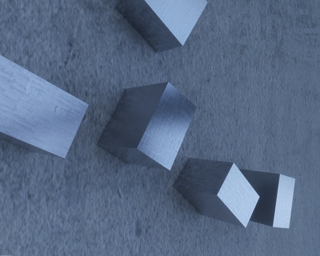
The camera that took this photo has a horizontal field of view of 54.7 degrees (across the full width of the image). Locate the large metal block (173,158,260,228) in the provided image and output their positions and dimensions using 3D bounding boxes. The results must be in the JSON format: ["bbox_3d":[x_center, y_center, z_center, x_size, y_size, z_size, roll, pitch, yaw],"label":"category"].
[{"bbox_3d":[0.079,0.089,0.438,0.080,0.080,0.050,49,61,-29],"label":"large metal block"}]

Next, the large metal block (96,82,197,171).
[{"bbox_3d":[-0.016,-0.002,0.357,0.050,0.080,0.080,38,67,-34],"label":"large metal block"}]

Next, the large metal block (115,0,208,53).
[{"bbox_3d":[0.004,-0.157,0.394,0.080,0.050,0.080,42,64,-32],"label":"large metal block"}]

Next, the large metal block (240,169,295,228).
[{"bbox_3d":[0.169,0.115,0.514,0.050,0.080,0.080,19,78,-39],"label":"large metal block"}]

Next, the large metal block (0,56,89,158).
[{"bbox_3d":[-0.123,-0.015,0.267,0.080,0.080,0.050,32,70,-36],"label":"large metal block"}]
